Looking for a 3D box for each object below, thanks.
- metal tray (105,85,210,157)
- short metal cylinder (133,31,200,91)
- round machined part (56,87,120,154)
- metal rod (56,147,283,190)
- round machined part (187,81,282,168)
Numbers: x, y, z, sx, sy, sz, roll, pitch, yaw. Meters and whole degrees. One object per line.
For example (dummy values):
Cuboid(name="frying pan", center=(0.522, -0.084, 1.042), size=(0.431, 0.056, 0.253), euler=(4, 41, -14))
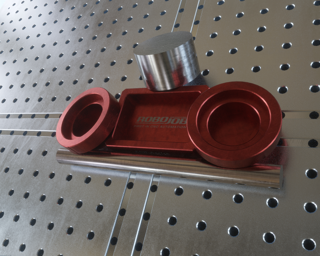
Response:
Cuboid(name="metal tray", center=(0.000, -0.009, 0.405), size=(0.130, 0.030, 0.090), euler=(1, 63, 28))
Cuboid(name="short metal cylinder", center=(0.010, -0.092, 0.420), size=(0.080, 0.050, 0.080), euler=(-13, 31, 8))
Cuboid(name="round machined part", center=(-0.096, -0.006, 0.441), size=(0.098, 0.042, 0.098), euler=(-20, 49, 25))
Cuboid(name="metal rod", center=(-0.011, 0.045, 0.381), size=(0.300, 0.025, 0.025), euler=(2, 63, 29))
Cuboid(name="round machined part", center=(0.082, -0.001, 0.343), size=(0.098, 0.042, 0.098), euler=(-9, 58, 14))
